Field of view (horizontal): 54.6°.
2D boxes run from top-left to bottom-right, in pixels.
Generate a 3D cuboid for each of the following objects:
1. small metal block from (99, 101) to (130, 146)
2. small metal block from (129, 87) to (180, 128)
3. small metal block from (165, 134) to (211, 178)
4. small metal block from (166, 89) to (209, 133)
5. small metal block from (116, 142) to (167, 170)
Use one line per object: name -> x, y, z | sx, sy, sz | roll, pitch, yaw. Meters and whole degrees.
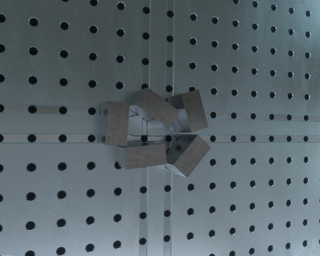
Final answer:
small metal block -> -0.057, -0.005, 0.378 | 0.025, 0.050, 0.050 | 4, 89, -20
small metal block -> -0.010, -0.024, 0.395 | 0.050, 0.050, 0.025 | 35, 80, -17
small metal block -> 0.033, 0.035, 0.410 | 0.025, 0.050, 0.050 | 44, 76, -14
small metal block -> 0.035, -0.021, 0.411 | 0.025, 0.050, 0.050 | -17, 95, -19
small metal block -> -0.025, 0.034, 0.390 | 0.050, 0.050, 0.025 | -5, 92, -20
